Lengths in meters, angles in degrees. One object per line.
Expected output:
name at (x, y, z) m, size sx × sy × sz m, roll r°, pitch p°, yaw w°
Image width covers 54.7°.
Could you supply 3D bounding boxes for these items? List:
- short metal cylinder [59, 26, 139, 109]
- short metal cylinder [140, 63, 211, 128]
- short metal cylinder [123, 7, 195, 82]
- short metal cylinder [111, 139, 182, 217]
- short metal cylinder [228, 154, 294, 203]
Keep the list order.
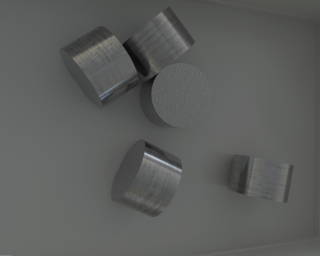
short metal cylinder at (-0.069, -0.068, 0.356) m, size 0.050 × 0.080 × 0.080 m, roll -37°, pitch 102°, yaw -16°
short metal cylinder at (0.019, -0.040, 0.404) m, size 0.081 × 0.050 × 0.080 m, roll 0°, pitch 90°, yaw -20°
short metal cylinder at (-0.004, -0.102, 0.379) m, size 0.080 × 0.080 × 0.050 m, roll -43°, pitch 104°, yaw -15°
short metal cylinder at (-0.017, 0.060, 0.375) m, size 0.050 × 0.080 × 0.080 m, roll 28°, pitch 81°, yaw -18°
short metal cylinder at (0.140, 0.069, 0.433) m, size 0.081 × 0.080 × 0.050 m, roll 13°, pitch 86°, yaw -20°
